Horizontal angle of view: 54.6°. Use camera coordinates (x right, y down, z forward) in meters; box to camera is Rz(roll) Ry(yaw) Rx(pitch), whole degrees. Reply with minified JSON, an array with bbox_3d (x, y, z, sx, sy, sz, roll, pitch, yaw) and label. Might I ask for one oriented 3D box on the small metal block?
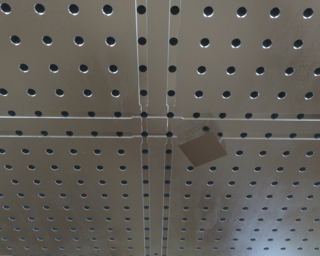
[{"bbox_3d":[0.059,0.022,0.431,0.050,0.025,0.050,-25,126,19],"label":"small metal block"}]
